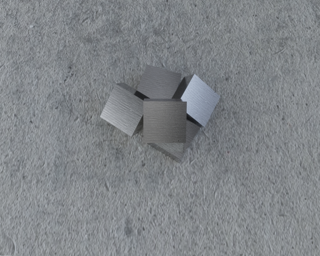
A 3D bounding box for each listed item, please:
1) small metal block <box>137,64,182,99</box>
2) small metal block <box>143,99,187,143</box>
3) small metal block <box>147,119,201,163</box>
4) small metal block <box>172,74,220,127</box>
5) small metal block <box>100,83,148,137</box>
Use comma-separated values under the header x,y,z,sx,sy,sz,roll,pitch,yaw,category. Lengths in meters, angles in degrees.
x,y,z,sx,sy,sz,roll,pitch,yaw,category
-0.002,-0.055,0.430,0.050,0.025,0.050,16,71,5,small metal block
0.006,-0.009,0.374,0.050,0.025,0.050,0,103,0,small metal block
0.017,0.010,0.406,0.050,0.025,0.050,31,73,10,small metal block
0.045,-0.035,0.411,0.050,0.025,0.050,37,71,-23,small metal block
-0.042,-0.025,0.406,0.050,0.025,0.050,32,109,9,small metal block
